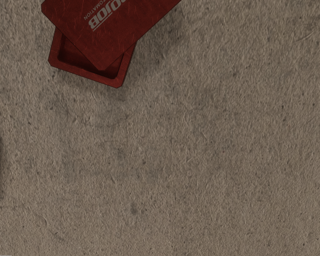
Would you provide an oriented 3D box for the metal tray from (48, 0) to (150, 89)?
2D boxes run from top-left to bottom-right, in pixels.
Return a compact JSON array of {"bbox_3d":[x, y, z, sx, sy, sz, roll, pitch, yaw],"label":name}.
[{"bbox_3d":[-0.068,-0.122,0.361,0.091,0.030,0.129,19,109,-7],"label":"metal tray"}]

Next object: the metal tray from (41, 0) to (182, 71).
[{"bbox_3d":[-0.045,-0.135,0.324,0.130,0.030,0.090,-40,106,12],"label":"metal tray"}]
